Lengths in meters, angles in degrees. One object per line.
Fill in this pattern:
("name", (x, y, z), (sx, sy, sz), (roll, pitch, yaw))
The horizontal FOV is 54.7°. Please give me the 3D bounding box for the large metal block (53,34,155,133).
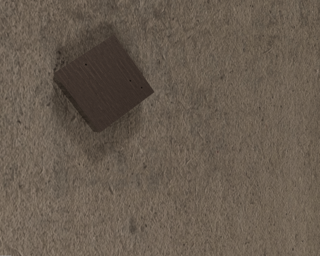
("large metal block", (-0.068, -0.051, 0.371), (0.080, 0.050, 0.080), (-39, 103, -16))
